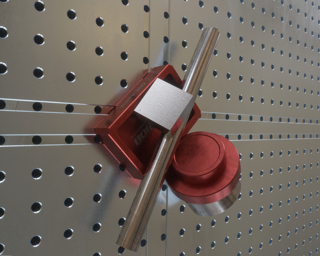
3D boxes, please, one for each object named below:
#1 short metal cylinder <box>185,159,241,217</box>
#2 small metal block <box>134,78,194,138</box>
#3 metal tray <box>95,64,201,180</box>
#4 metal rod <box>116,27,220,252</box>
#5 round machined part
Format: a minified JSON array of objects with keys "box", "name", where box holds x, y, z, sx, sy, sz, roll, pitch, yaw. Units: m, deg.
[{"box":[0.064,0.074,0.428,0.080,0.080,0.050,-51,121,-28],"name":"short metal cylinder"},{"box":[0.006,-0.024,0.371,0.050,0.050,0.025,-56,161,-14],"name":"small metal block"},{"box":[-0.009,-0.009,0.399,0.130,0.030,0.090,-51,120,-28],"name":"metal tray"},{"box":[0.017,0.000,0.386,0.025,0.025,0.300,35,68,-35],"name":"metal rod"},{"box":[0.051,0.043,0.393,0.098,0.098,0.042,-54,144,-27],"name":"round machined part"}]
